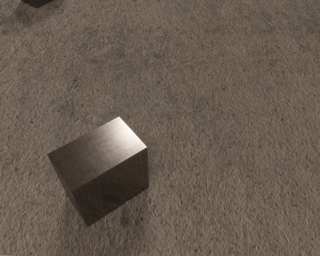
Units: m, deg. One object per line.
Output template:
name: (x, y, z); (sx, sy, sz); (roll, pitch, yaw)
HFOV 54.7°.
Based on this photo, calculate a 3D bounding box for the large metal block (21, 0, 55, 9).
large metal block: (-0.240, -0.299, 0.615); (0.050, 0.080, 0.080); (30, 56, 22)

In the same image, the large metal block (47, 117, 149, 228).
large metal block: (-0.060, 0.047, 0.327); (0.081, 0.080, 0.050); (-30, 57, -23)
